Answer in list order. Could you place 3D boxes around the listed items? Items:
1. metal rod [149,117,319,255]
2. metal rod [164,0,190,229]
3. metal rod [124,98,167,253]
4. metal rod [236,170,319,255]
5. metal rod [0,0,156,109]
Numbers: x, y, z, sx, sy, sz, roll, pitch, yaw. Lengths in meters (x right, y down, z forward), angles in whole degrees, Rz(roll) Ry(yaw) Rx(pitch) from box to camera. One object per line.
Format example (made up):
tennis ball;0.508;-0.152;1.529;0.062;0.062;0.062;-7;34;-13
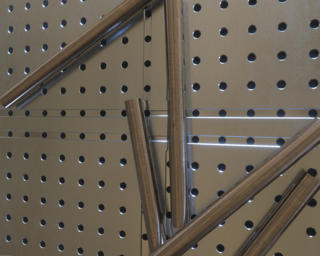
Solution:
metal rod;0.074;0.097;0.370;0.300;0.025;0.025;-42;77;9
metal rod;0.022;-0.022;0.404;0.025;0.025;0.298;-2;89;20
metal rod;-0.011;0.109;0.416;0.025;0.025;0.299;-11;86;20
metal rod;0.094;0.178;0.379;0.025;0.025;0.299;37;102;16
metal rod;-0.126;-0.115;0.457;0.300;0.025;0.025;-31;80;17
